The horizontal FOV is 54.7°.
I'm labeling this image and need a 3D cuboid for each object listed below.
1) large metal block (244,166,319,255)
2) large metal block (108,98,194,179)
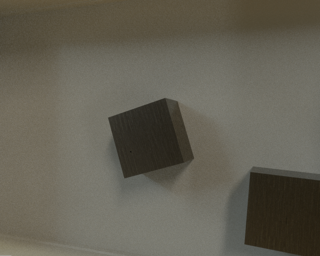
[{"bbox_3d":[0.141,0.090,0.347,0.080,0.050,0.079,5,92,20],"label":"large metal block"},{"bbox_3d":[-0.011,0.013,0.401,0.080,0.050,0.080,-18,84,19],"label":"large metal block"}]
